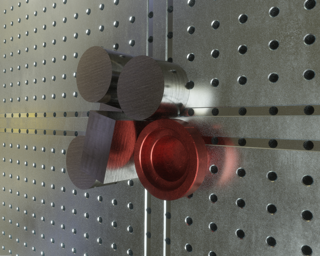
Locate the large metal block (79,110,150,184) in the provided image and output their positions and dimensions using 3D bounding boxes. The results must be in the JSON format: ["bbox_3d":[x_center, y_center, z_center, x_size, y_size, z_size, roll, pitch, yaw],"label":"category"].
[{"bbox_3d":[-0.053,0.022,0.413,0.050,0.081,0.079,20,103,38],"label":"large metal block"}]

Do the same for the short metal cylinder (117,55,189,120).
[{"bbox_3d":[-0.009,-0.050,0.401,0.080,0.050,0.080,0,90,40],"label":"short metal cylinder"}]

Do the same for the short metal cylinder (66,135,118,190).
[{"bbox_3d":[-0.099,0.051,0.475,0.080,0.050,0.080,0,90,40],"label":"short metal cylinder"}]

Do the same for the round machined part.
[{"bbox_3d":[0.018,0.037,0.384,0.098,0.042,0.097,0,90,40],"label":"round machined part"}]

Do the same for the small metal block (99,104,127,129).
[{"bbox_3d":[-0.068,-0.008,0.465,0.050,0.025,0.050,19,102,38],"label":"small metal block"}]

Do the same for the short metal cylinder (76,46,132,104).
[{"bbox_3d":[-0.079,-0.076,0.458,0.080,0.050,0.080,0,90,40],"label":"short metal cylinder"}]
